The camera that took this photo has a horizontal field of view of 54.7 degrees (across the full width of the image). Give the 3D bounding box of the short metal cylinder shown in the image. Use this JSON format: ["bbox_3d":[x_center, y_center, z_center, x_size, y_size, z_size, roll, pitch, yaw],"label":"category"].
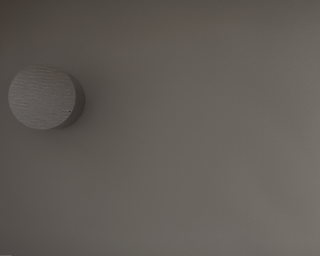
[{"bbox_3d":[-0.142,-0.038,0.397,0.081,0.050,0.079,0,90,-1],"label":"short metal cylinder"}]
